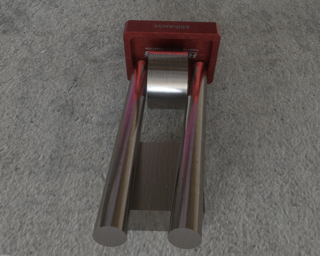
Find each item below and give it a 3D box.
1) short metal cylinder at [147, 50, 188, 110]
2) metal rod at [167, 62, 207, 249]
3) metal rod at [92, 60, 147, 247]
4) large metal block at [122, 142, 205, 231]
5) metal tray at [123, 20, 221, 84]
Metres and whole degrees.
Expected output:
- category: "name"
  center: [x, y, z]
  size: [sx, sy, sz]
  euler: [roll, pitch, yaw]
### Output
- category: "short metal cylinder"
  center: [0.010, -0.065, 0.425]
  size: [0.050, 0.080, 0.080]
  euler: [2, 50, 1]
- category: "metal rod"
  center: [0.039, -0.004, 0.348]
  size: [0.025, 0.025, 0.301]
  euler: [7, 35, 5]
- category: "metal rod"
  center: [-0.032, -0.006, 0.350]
  size: [0.025, 0.025, 0.300]
  euler: [2, 35, 1]
- category: "large metal block"
  center: [0.003, 0.062, 0.333]
  size: [0.081, 0.050, 0.080]
  euler: [1, 50, 1]
- category: "metal tray"
  center: [0.016, -0.109, 0.454]
  size: [0.131, 0.089, 0.030]
  euler: [2, 50, 1]
